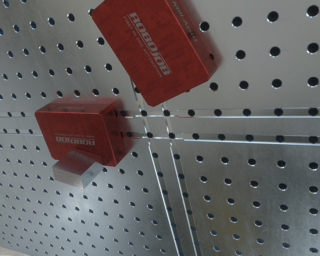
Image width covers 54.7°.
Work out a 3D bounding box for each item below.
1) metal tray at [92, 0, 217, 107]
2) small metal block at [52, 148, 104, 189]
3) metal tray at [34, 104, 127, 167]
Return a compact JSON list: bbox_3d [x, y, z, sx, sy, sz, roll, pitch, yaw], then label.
[{"bbox_3d":[-0.007,-0.098,0.351,0.090,0.030,0.130,-23,106,36],"label":"metal tray"},{"bbox_3d":[-0.120,0.058,0.455,0.050,0.050,0.025,13,124,21],"label":"small metal block"},{"bbox_3d":[-0.123,0.010,0.479,0.130,0.030,0.089,3,120,26],"label":"metal tray"}]
